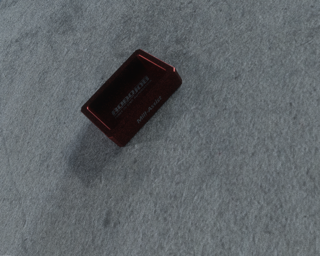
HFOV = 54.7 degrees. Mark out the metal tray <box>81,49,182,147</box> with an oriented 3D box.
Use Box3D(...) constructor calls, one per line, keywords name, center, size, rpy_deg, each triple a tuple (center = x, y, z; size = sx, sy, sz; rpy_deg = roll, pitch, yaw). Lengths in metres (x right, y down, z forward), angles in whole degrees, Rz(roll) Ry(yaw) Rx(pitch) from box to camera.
Box3D(name="metal tray", center=(-0.043, -0.047, 0.449), size=(0.130, 0.030, 0.090), rpy_deg=(-48, 52, -6))
